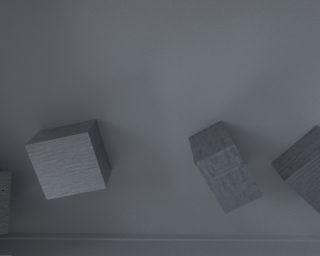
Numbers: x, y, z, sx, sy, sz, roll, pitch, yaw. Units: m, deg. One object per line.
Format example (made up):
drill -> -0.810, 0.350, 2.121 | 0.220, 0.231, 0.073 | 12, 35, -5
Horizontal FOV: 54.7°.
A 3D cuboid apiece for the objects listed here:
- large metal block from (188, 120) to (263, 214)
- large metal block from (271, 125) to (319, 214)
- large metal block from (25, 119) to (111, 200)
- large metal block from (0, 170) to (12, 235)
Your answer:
large metal block -> 0.082, 0.047, 0.400 | 0.050, 0.080, 0.080 | -29, 108, 10
large metal block -> 0.216, 0.058, 0.421 | 0.080, 0.050, 0.080 | 41, 105, -14
large metal block -> -0.117, 0.041, 0.412 | 0.080, 0.050, 0.080 | -12, 110, 4
large metal block -> -0.242, 0.095, 0.397 | 0.081, 0.050, 0.080 | 5, 83, -39
